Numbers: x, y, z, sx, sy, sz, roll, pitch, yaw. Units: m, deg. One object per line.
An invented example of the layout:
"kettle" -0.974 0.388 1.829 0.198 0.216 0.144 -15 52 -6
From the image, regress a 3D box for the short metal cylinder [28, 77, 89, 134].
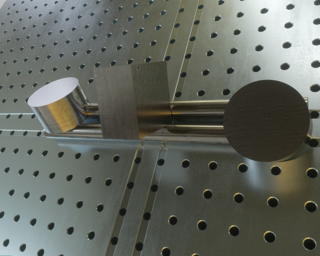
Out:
"short metal cylinder" -0.152 -0.036 0.475 0.080 0.050 0.080 -14 34 10

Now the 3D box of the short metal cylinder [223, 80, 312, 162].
"short metal cylinder" 0.112 -0.005 0.319 0.080 0.050 0.080 -4 82 28

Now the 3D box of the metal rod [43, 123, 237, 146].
"metal rod" -0.045 0.006 0.428 0.300 0.025 0.025 1 62 28

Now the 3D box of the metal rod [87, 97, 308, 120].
"metal rod" 0.028 -0.024 0.407 0.300 0.025 0.025 1 62 28

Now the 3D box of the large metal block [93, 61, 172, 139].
"large metal block" -0.029 -0.036 0.372 0.050 0.080 0.079 1 104 29
